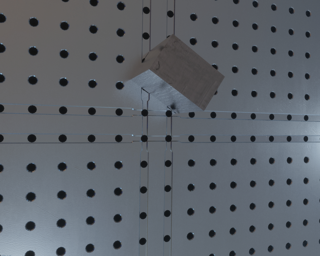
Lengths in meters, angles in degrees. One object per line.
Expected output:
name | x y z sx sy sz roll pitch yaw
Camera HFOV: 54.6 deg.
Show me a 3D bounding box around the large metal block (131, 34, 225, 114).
large metal block | 0.019 -0.063 0.390 0.080 0.080 0.050 35 79 -17
